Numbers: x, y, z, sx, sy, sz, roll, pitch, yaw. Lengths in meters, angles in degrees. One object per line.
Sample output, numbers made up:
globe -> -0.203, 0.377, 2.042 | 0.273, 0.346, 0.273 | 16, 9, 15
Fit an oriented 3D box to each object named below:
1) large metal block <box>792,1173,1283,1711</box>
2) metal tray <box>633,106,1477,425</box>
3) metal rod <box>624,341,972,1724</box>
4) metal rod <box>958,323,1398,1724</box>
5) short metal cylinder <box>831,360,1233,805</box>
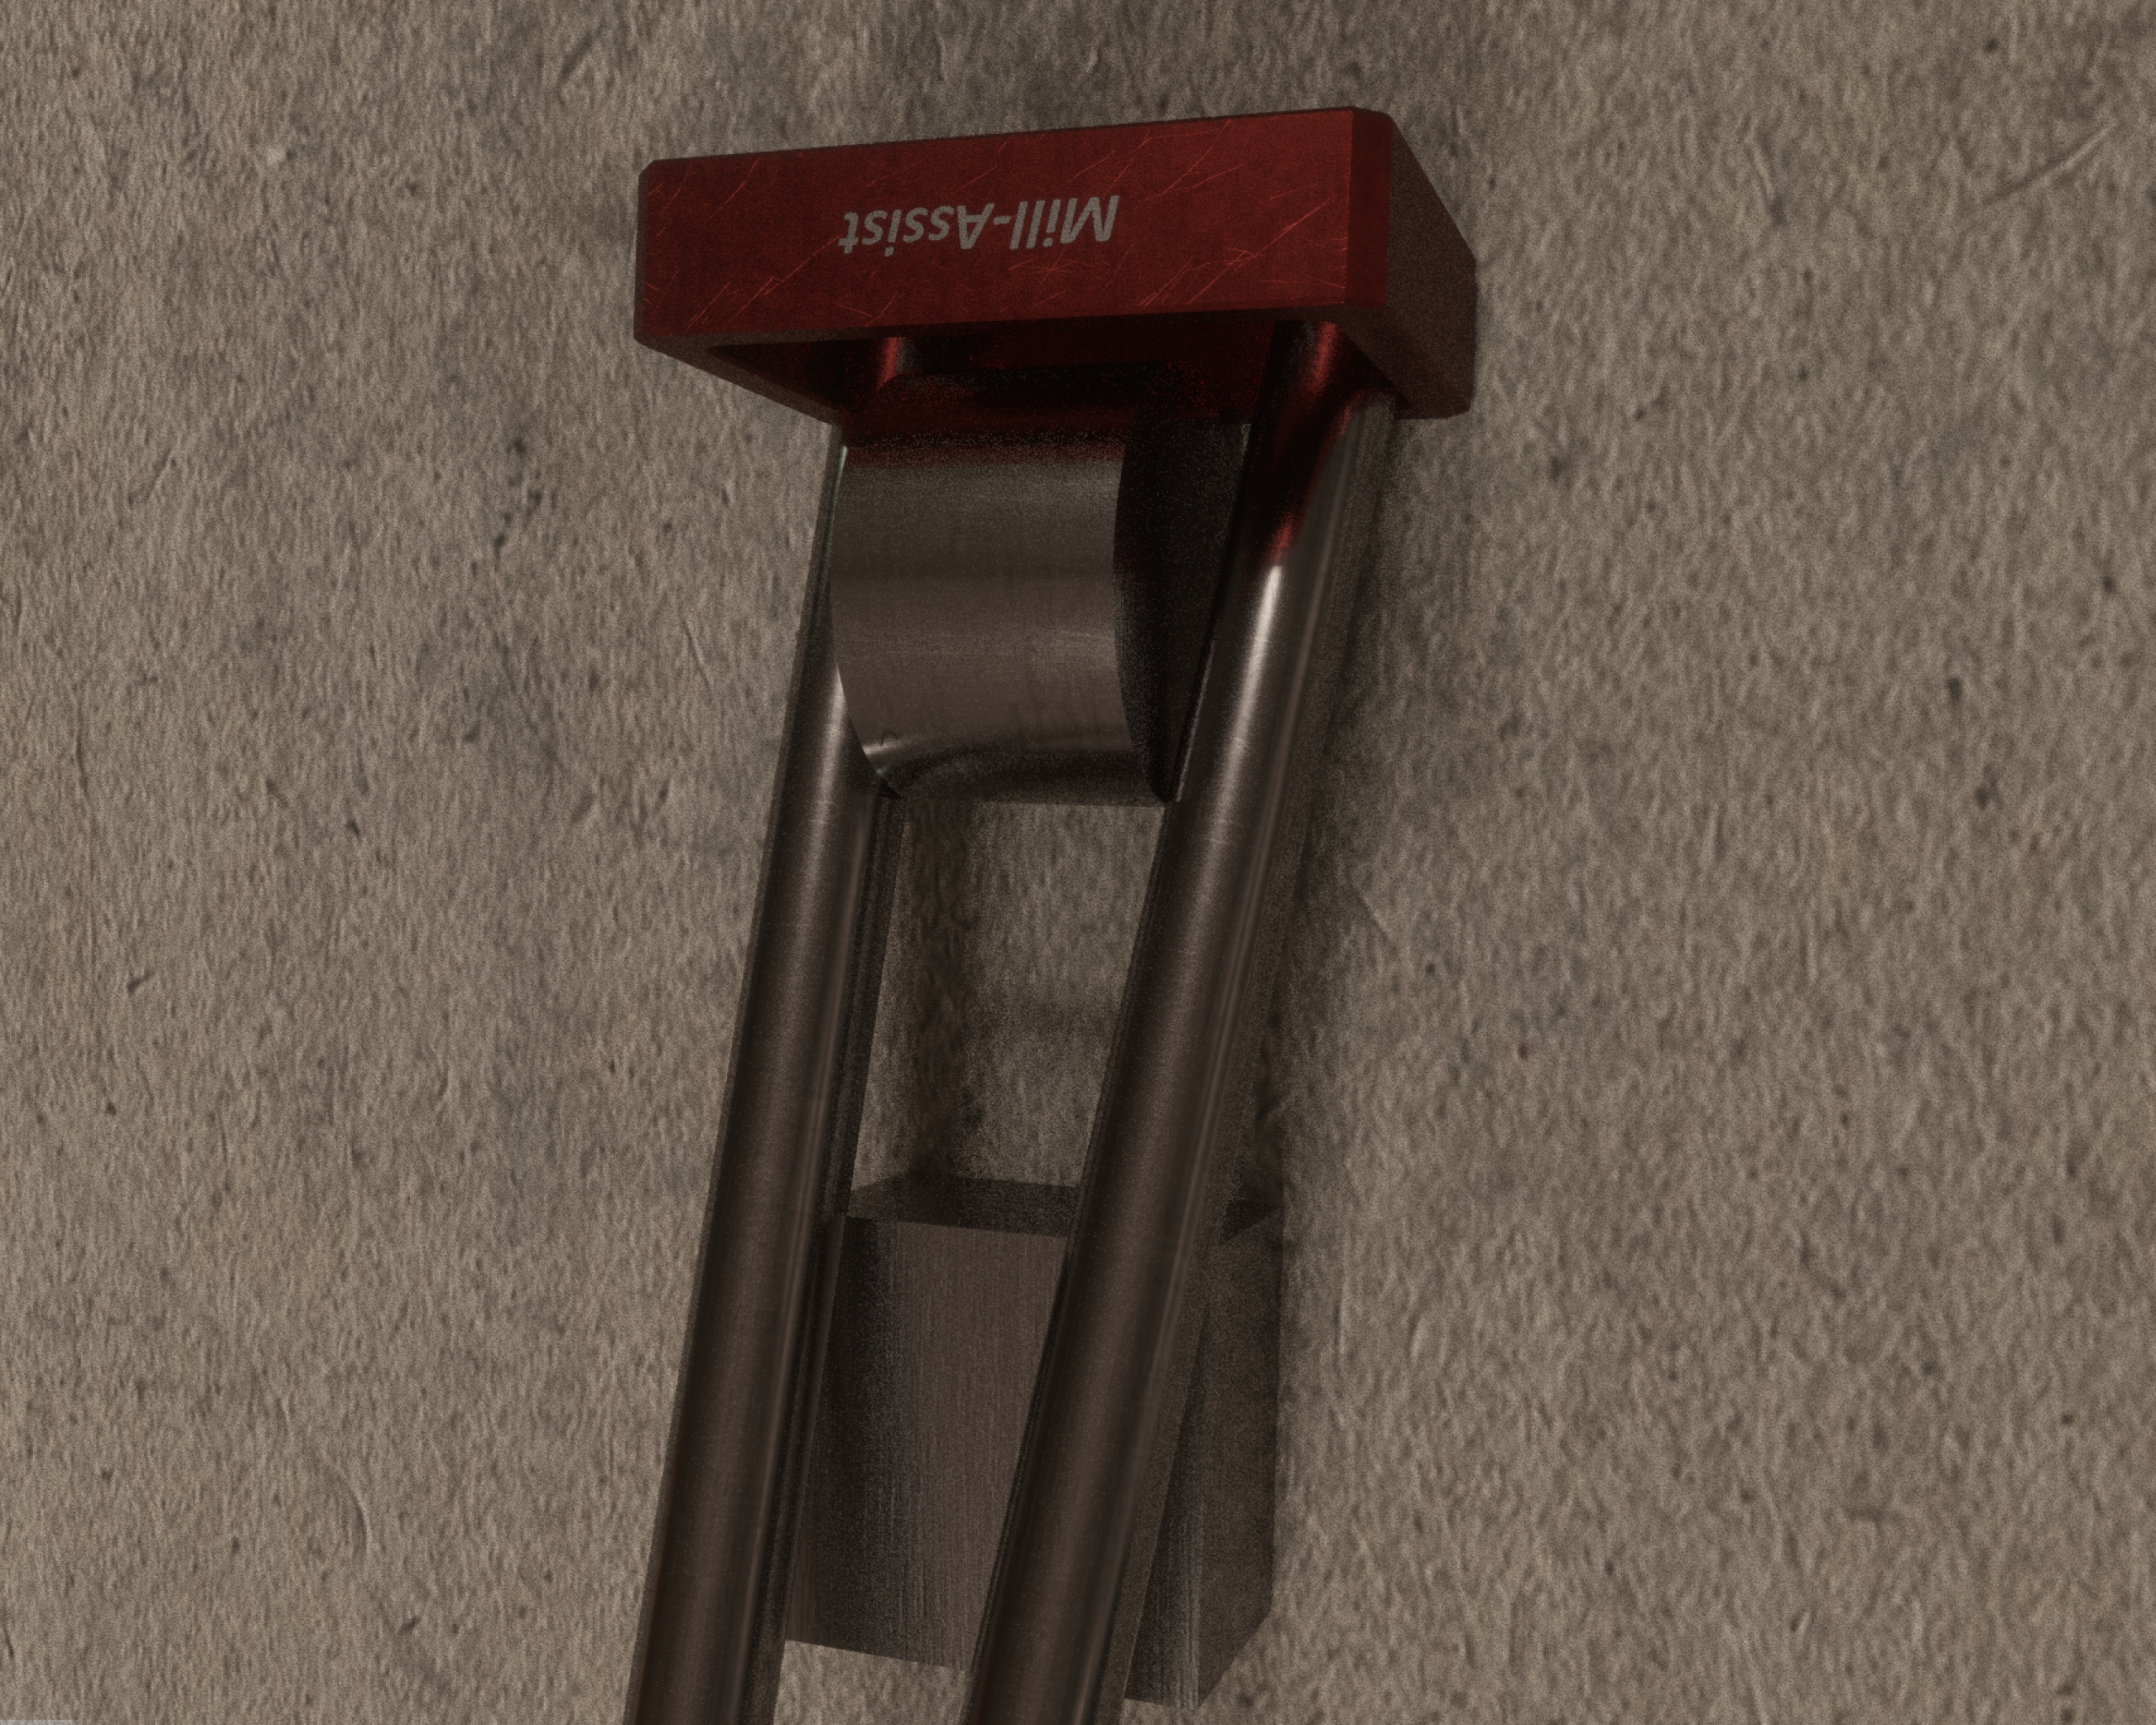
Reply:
large metal block -> -0.008, 0.105, 0.396 | 0.080, 0.050, 0.079 | 2, 91, 19
metal tray -> -0.001, -0.102, 0.375 | 0.130, 0.090, 0.030 | 3, 91, 19
metal rod -> -0.051, 0.042, 0.379 | 0.025, 0.025, 0.299 | 2, 76, 19
metal rod -> 0.015, 0.046, 0.355 | 0.025, 0.025, 0.299 | 9, 78, 19
short metal cylinder -> -0.005, -0.050, 0.382 | 0.050, 0.080, 0.079 | 2, 91, 19
